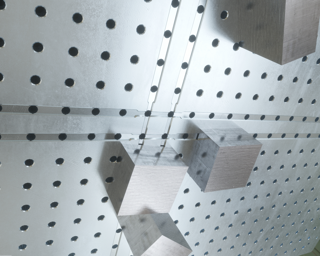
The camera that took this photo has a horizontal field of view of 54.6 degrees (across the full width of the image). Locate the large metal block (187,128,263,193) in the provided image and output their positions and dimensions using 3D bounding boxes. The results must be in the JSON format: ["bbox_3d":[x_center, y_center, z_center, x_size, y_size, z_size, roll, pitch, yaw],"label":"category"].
[{"bbox_3d":[0.098,0.048,0.477,0.081,0.050,0.079,-1,119,-28],"label":"large metal block"}]

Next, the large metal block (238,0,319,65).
[{"bbox_3d":[0.138,-0.132,0.369,0.050,0.080,0.080,-23,127,-15],"label":"large metal block"}]

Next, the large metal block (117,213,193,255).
[{"bbox_3d":[-0.008,0.162,0.470,0.050,0.080,0.080,-45,129,3],"label":"large metal block"}]

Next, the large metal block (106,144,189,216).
[{"bbox_3d":[-0.019,0.071,0.428,0.081,0.050,0.080,6,115,-31],"label":"large metal block"}]
